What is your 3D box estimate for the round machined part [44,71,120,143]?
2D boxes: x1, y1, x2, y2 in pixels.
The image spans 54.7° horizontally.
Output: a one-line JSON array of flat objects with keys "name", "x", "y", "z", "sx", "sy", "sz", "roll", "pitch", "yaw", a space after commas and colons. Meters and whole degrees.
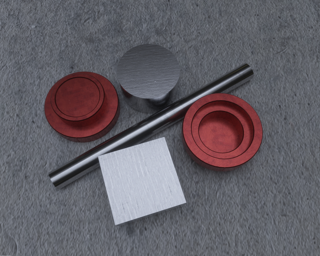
[{"name": "round machined part", "x": -0.104, "y": -0.033, "z": 0.411, "sx": 0.099, "sy": 0.042, "sz": 0.098, "roll": 0, "pitch": 70, "yaw": 0}]

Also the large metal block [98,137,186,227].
[{"name": "large metal block", "x": -0.021, "y": 0.066, "z": 0.372, "sx": 0.081, "sy": 0.050, "sz": 0.080, "roll": -16, "pitch": 71, "yaw": -6}]

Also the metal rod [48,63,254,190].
[{"name": "metal rod", "x": -0.003, "y": -0.008, "z": 0.413, "sx": 0.301, "sy": 0.025, "sz": 0.025, "roll": -30, "pitch": 73, "yaw": -11}]

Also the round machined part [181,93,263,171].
[{"name": "round machined part", "x": 0.076, "y": 0.008, "z": 0.397, "sx": 0.099, "sy": 0.042, "sz": 0.098, "roll": 0, "pitch": 70, "yaw": 0}]

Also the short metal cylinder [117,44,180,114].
[{"name": "short metal cylinder", "x": -0.015, "y": -0.065, "z": 0.419, "sx": 0.081, "sy": 0.050, "sz": 0.080, "roll": 0, "pitch": 70, "yaw": 0}]
